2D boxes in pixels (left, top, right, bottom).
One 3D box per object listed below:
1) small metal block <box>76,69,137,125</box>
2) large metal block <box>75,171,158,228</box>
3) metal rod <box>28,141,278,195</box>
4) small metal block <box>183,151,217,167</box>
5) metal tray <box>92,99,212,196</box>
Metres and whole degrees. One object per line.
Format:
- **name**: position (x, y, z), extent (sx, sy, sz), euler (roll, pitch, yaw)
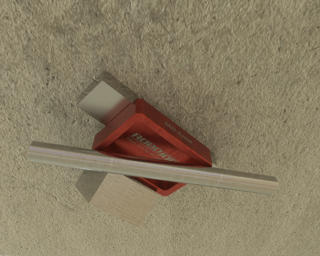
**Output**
- **small metal block**: position (-0.064, -0.034, 0.378), extent (0.050, 0.025, 0.050), euler (-38, 121, 27)
- **large metal block**: position (-0.063, 0.087, 0.435), extent (0.080, 0.080, 0.050), euler (36, 80, -27)
- **metal rod**: position (-0.001, 0.051, 0.380), extent (0.302, 0.025, 0.025), euler (9, 130, -9)
- **small metal block**: position (0.046, 0.049, 0.451), extent (0.050, 0.025, 0.050), euler (31, 123, -24)
- **metal tray**: position (-0.008, 0.031, 0.398), extent (0.130, 0.030, 0.090), euler (36, 121, -27)
